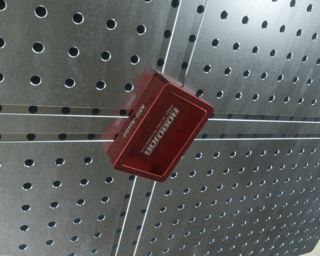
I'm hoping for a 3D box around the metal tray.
[{"bbox_3d":[0.001,0.005,0.411,0.090,0.030,0.129,24,106,-37],"label":"metal tray"}]
